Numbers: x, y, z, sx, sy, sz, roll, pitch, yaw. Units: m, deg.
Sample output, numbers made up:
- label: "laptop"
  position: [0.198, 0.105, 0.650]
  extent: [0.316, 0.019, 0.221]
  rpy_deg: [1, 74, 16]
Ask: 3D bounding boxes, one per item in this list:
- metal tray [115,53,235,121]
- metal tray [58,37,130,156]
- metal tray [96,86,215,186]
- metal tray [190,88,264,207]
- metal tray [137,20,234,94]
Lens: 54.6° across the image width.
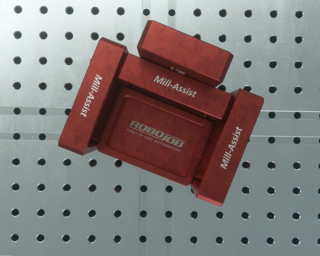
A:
- label: "metal tray"
  position: [0.017, -0.046, 0.381]
  extent: [0.131, 0.090, 0.030]
  rpy_deg: [22, 91, -1]
- label: "metal tray"
  position: [-0.074, -0.035, 0.380]
  extent: [0.030, 0.090, 0.130]
  rpy_deg: [22, 90, 0]
- label: "metal tray"
  position: [-0.006, 0.011, 0.410]
  extent: [0.131, 0.030, 0.090]
  rpy_deg: [22, 90, -1]
- label: "metal tray"
  position: [0.077, 0.021, 0.381]
  extent: [0.030, 0.090, 0.129]
  rpy_deg: [22, 90, 0]
- label: "metal tray"
  position: [0.025, -0.075, 0.360]
  extent: [0.090, 0.130, 0.030]
  rpy_deg: [22, 91, 0]
